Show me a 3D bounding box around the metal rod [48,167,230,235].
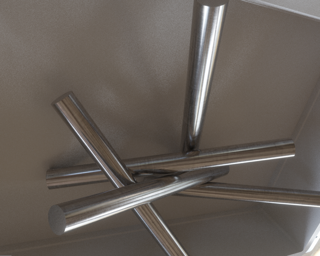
[{"bbox_3d":[0.007,0.070,0.374,0.302,0.025,0.025,-4,123,-52],"label":"metal rod"}]

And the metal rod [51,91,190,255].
[{"bbox_3d":[-0.027,0.086,0.370,0.025,0.025,0.299,-34,114,-6],"label":"metal rod"}]

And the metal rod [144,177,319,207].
[{"bbox_3d":[0.125,0.098,0.467,0.302,0.025,0.025,6,118,-7],"label":"metal rod"}]

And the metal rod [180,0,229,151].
[{"bbox_3d":[0.039,-0.014,0.347,0.025,0.025,0.299,-24,150,-14],"label":"metal rod"}]

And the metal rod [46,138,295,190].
[{"bbox_3d":[0.015,0.043,0.383,0.302,0.025,0.025,-7,124,-3],"label":"metal rod"}]
